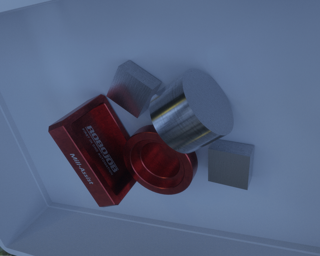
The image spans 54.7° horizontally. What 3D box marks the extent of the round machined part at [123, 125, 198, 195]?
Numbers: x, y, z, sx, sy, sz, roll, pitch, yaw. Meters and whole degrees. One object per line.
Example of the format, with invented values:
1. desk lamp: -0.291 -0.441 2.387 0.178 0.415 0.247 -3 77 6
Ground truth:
1. round machined part: 0.004 0.038 0.414 0.098 0.042 0.097 13 124 20

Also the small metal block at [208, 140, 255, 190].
1. small metal block: 0.088 0.045 0.387 0.050 0.025 0.050 10 122 24

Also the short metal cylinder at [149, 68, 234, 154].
1. short metal cylinder: 0.035 -0.018 0.340 0.050 0.080 0.080 -33 100 38

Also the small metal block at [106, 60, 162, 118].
1. small metal block: -0.034 -0.049 0.392 0.050 0.025 0.050 36 129 5

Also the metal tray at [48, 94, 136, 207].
1. metal tray: -0.079 0.030 0.422 0.030 0.090 0.130 -18 109 35
